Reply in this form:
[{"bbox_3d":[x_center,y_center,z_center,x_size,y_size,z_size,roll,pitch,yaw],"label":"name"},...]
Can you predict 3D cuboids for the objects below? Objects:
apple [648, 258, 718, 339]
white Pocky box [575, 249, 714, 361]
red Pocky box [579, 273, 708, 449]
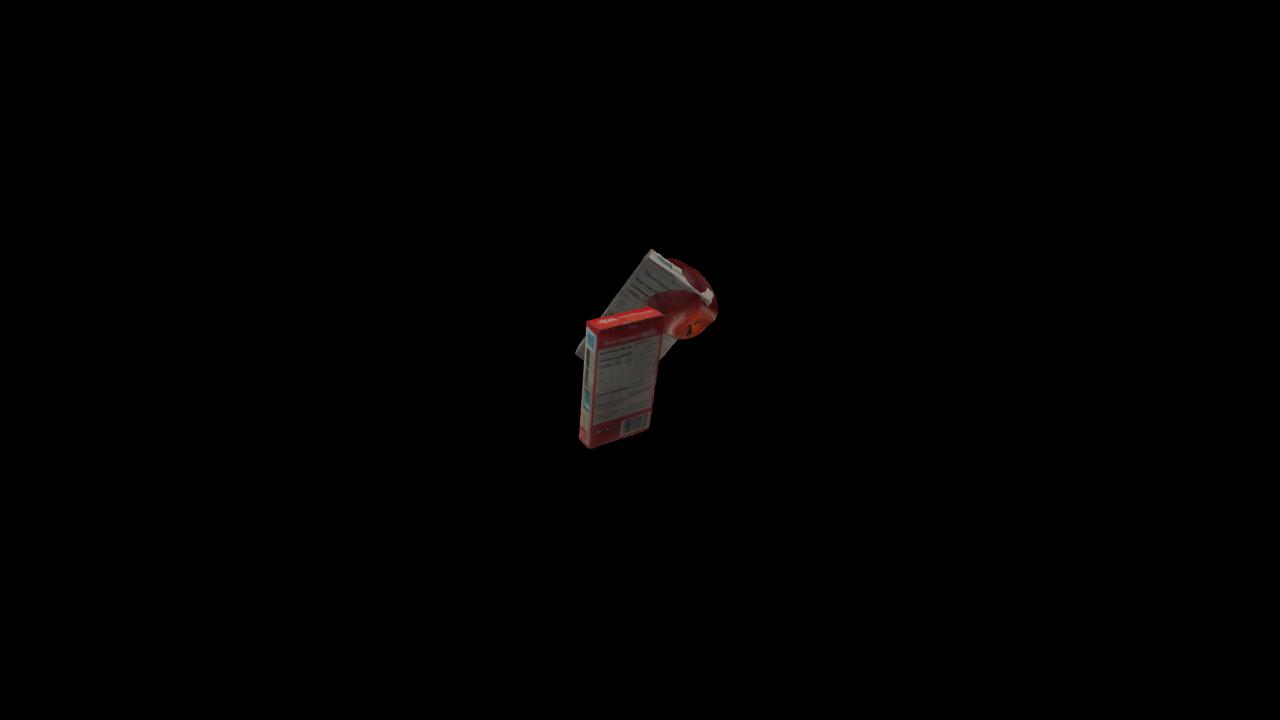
[{"bbox_3d":[0.040,-0.065,0.666,0.079,0.093,0.079,-16,-28,-9],"label":"apple"},{"bbox_3d":[0.001,-0.039,0.674,0.084,0.154,0.028,33,34,-11],"label":"white Pocky box"},{"bbox_3d":[-0.021,0.020,0.659,0.083,0.155,0.028,-14,39,-30],"label":"red Pocky box"}]
